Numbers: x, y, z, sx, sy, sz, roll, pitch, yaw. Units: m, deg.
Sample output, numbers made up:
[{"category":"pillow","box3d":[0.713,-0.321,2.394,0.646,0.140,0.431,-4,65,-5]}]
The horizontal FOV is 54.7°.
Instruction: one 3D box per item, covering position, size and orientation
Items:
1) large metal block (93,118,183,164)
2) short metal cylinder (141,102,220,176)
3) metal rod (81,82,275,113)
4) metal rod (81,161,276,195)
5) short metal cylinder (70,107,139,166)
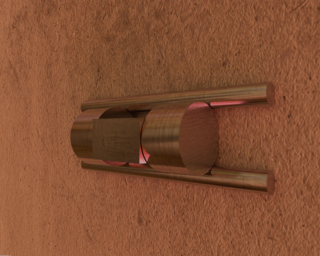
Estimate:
[{"category":"large metal block","box3d":[-0.027,0.014,0.390,0.080,0.081,0.050,0,90,40]},{"category":"short metal cylinder","box3d":[0.025,0.012,0.349,0.050,0.081,0.080,-1,90,40]},{"category":"metal rod","box3d":[-0.003,-0.034,0.409,0.300,0.025,0.025,0,90,40]},{"category":"metal rod","box3d":[-0.003,0.056,0.409,0.300,0.025,0.025,0,90,40]},{"category":"short metal cylinder","box3d":[-0.076,0.012,0.433,0.050,0.081,0.080,-1,90,40]}]
